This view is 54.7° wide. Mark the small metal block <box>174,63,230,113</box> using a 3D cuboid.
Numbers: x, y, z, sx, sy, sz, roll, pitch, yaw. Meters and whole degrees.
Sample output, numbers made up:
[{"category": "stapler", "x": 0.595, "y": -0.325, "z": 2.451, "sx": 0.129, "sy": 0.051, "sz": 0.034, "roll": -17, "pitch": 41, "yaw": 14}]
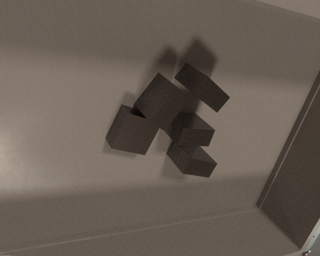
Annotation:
[{"category": "small metal block", "x": 0.053, "y": -0.051, "z": 0.391, "sx": 0.050, "sy": 0.050, "sz": 0.025, "roll": 33, "pitch": 100, "yaw": -39}]

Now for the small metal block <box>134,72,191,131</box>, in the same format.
[{"category": "small metal block", "x": 0.002, "y": -0.033, "z": 0.375, "sx": 0.025, "sy": 0.050, "sz": 0.050, "roll": 32, "pitch": 100, "yaw": -38}]

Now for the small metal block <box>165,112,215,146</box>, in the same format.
[{"category": "small metal block", "x": 0.036, "y": 0.000, "z": 0.414, "sx": 0.050, "sy": 0.050, "sz": 0.025, "roll": 4, "pitch": 117, "yaw": -31}]

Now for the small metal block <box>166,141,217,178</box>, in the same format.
[{"category": "small metal block", "x": 0.045, "y": 0.044, "z": 0.446, "sx": 0.050, "sy": 0.050, "sz": 0.025, "roll": 14, "pitch": 111, "yaw": -35}]

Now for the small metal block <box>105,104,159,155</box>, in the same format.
[{"category": "small metal block", "x": -0.034, "y": 0.003, "z": 0.394, "sx": 0.050, "sy": 0.025, "sz": 0.050, "roll": 16, "pitch": 110, "yaw": -35}]
